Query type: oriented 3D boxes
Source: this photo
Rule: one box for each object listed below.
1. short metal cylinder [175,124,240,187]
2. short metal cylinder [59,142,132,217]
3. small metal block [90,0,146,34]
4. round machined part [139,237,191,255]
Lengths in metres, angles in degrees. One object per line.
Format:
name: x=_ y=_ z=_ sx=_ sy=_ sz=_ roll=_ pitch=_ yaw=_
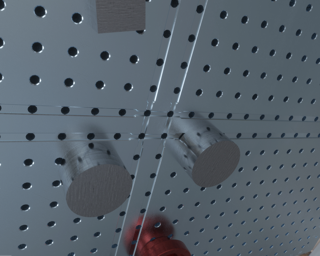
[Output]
short metal cylinder: x=0.070 y=0.040 z=0.458 sx=0.081 sy=0.050 sz=0.079 roll=-14 pitch=124 yaw=-21
short metal cylinder: x=-0.081 y=0.064 z=0.390 sx=0.081 sy=0.050 sz=0.079 roll=-14 pitch=124 yaw=-21
small metal block: x=-0.043 y=-0.125 z=0.311 sx=0.050 sy=0.025 sz=0.050 roll=-12 pitch=124 yaw=-22
round machined part: x=0.002 y=0.232 z=0.545 sx=0.099 sy=0.042 sz=0.097 roll=-14 pitch=124 yaw=-21
